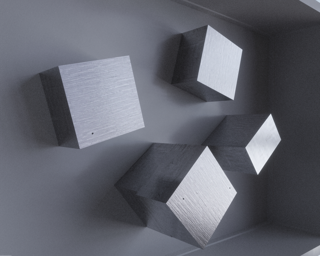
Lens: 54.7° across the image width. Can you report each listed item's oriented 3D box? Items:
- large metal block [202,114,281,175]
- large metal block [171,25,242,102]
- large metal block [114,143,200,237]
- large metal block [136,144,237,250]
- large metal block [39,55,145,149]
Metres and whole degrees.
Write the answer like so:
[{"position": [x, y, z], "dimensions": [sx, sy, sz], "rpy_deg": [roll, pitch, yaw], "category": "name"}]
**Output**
[{"position": [0.126, 0.022, 0.479], "dimensions": [0.080, 0.080, 0.050], "rpy_deg": [-44, 117, -31], "category": "large metal block"}, {"position": [0.070, -0.089, 0.451], "dimensions": [0.080, 0.050, 0.080], "rpy_deg": [20, 78, -39], "category": "large metal block"}, {"position": [0.003, 0.076, 0.395], "dimensions": [0.080, 0.050, 0.080], "rpy_deg": [-47, 118, -30], "category": "large metal block"}, {"position": [0.033, 0.075, 0.355], "dimensions": [0.080, 0.050, 0.080], "rpy_deg": [-50, 120, -28], "category": "large metal block"}, {"position": [-0.071, -0.029, 0.332], "dimensions": [0.081, 0.050, 0.079], "rpy_deg": [-20, 103, -39], "category": "large metal block"}]
